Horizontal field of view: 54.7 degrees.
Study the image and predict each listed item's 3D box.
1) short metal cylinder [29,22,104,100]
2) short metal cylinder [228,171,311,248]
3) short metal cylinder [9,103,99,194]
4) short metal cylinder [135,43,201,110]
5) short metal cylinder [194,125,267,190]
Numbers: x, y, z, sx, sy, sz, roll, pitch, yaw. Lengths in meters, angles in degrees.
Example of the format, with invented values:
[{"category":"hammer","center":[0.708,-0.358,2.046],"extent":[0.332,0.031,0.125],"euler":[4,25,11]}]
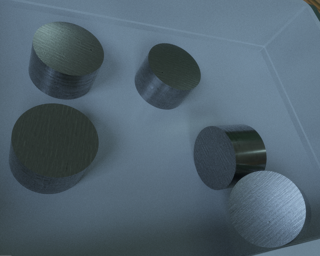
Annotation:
[{"category":"short metal cylinder","center":[-0.115,-0.082,0.378],"extent":[0.081,0.050,0.080],"euler":[14,56,-21]},{"category":"short metal cylinder","center":[0.125,0.092,0.352],"extent":[0.050,0.080,0.080],"euler":[28,43,-55]},{"category":"short metal cylinder","center":[-0.109,0.022,0.318],"extent":[0.081,0.050,0.080],"euler":[14,56,-21]},{"category":"short metal cylinder","center":[0.011,-0.073,0.442],"extent":[0.081,0.050,0.080],"euler":[14,56,-21]},{"category":"short metal cylinder","center":[0.088,0.036,0.398],"extent":[0.050,0.080,0.080],"euler":[-3,63,-30]}]
